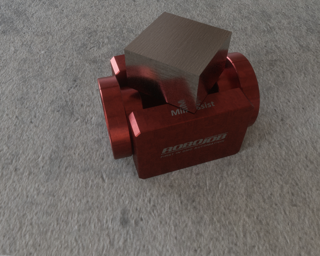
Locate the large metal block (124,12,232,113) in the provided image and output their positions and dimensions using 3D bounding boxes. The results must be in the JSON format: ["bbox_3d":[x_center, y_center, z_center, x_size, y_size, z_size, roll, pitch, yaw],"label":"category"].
[{"bbox_3d":[0.020,-0.072,0.330,0.080,0.050,0.080,24,54,18],"label":"large metal block"}]

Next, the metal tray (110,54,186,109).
[{"bbox_3d":[0.005,-0.063,0.417,0.131,0.089,0.030,-14,52,-12],"label":"metal tray"}]

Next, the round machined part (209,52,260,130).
[{"bbox_3d":[0.083,-0.045,0.395,0.042,0.097,0.098,-12,51,-10],"label":"round machined part"}]

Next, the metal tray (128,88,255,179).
[{"bbox_3d":[0.034,0.008,0.354,0.131,0.089,0.030,-14,52,-12],"label":"metal tray"}]

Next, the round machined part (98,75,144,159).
[{"bbox_3d":[-0.043,-0.015,0.368,0.042,0.097,0.098,-12,51,-10],"label":"round machined part"}]
